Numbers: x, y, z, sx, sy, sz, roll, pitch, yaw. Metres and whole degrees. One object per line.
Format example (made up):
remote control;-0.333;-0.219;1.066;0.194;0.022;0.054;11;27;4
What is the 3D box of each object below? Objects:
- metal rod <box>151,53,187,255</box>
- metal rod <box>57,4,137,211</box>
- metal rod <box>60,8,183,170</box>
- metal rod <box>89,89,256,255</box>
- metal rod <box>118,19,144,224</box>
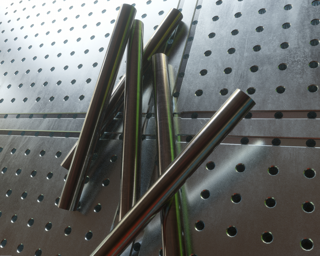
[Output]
metal rod;0.008;0.021;0.390;0.025;0.025;0.299;-16;55;18
metal rod;-0.084;-0.036;0.434;0.025;0.025;0.299;8;78;31
metal rod;-0.052;-0.064;0.472;0.025;0.025;0.300;23;74;36
metal rod;-0.009;0.080;0.331;0.299;0.025;0.025;-49;51;5
metal rod;-0.037;-0.025;0.421;0.025;0.025;0.299;-11;63;22
